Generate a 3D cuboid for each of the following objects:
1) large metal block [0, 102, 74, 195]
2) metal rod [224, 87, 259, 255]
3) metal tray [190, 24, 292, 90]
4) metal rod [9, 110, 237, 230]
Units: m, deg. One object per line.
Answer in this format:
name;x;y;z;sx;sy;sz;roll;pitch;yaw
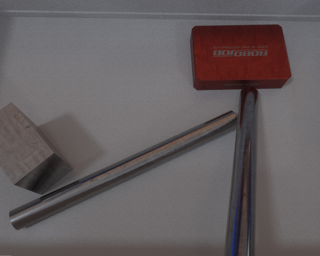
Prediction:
large metal block;-0.158;0.028;0.368;0.050;0.080;0.080;-41;76;-14
metal rod;0.088;0.050;0.322;0.025;0.025;0.301;15;43;5
metal tray;0.112;-0.102;0.446;0.131;0.030;0.090;-1;70;-1
metal rod;-0.036;0.049;0.391;0.302;0.025;0.025;-24;72;-9
